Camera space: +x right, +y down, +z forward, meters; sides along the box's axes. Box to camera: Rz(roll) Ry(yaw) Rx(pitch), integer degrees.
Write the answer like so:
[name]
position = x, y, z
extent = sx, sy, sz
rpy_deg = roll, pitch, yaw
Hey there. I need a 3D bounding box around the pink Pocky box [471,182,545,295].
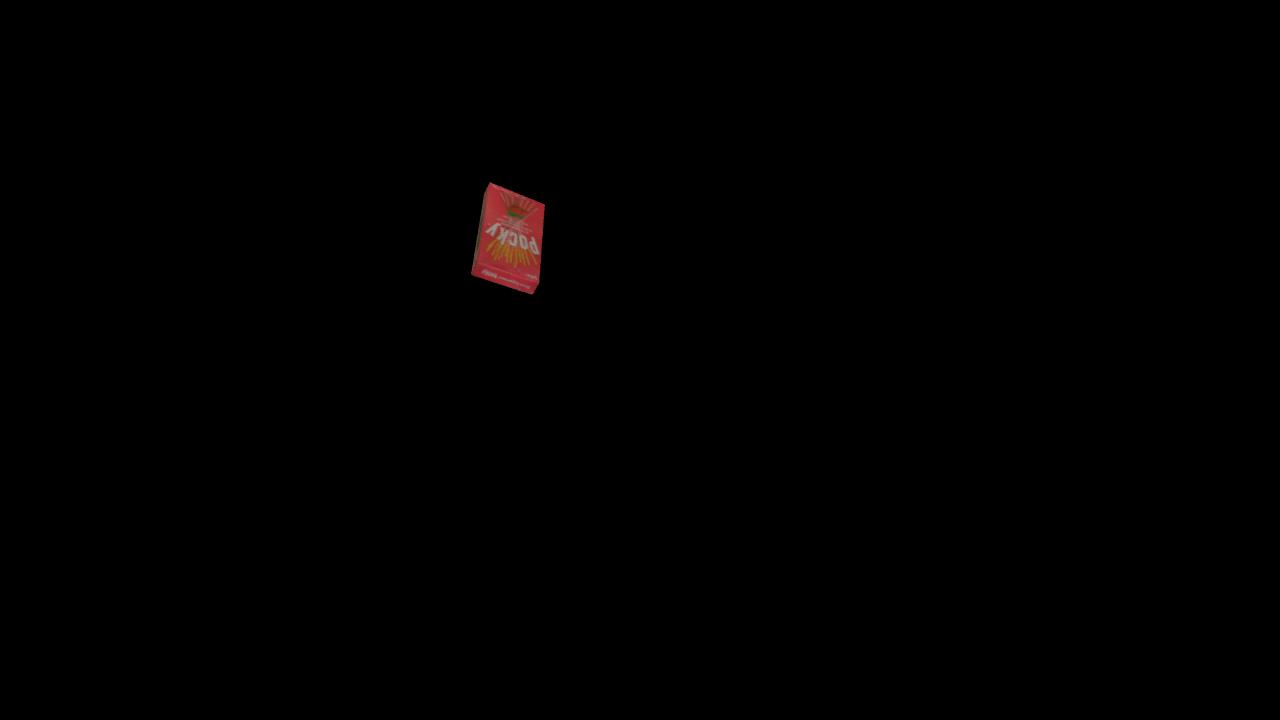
[pink Pocky box]
position = -0.173, -0.164, 0.821
extent = 0.084, 0.155, 0.029
rpy_deg = 17, -39, -25
